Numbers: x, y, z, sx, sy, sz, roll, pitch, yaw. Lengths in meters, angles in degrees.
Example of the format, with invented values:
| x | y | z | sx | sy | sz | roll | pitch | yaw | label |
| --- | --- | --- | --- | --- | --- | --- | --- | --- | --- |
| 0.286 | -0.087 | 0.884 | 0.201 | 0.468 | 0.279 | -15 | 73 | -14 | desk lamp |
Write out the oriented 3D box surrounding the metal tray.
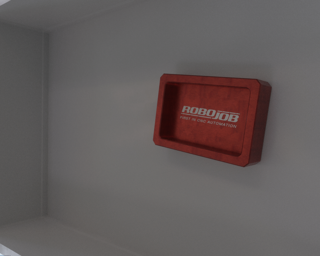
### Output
| x | y | z | sx | sy | sz | roll | pitch | yaw | label |
| --- | --- | --- | --- | --- | --- | --- | --- | --- | --- |
| 0.054 | -0.014 | 0.359 | 0.130 | 0.030 | 0.089 | 12 | 97 | 39 | metal tray |
